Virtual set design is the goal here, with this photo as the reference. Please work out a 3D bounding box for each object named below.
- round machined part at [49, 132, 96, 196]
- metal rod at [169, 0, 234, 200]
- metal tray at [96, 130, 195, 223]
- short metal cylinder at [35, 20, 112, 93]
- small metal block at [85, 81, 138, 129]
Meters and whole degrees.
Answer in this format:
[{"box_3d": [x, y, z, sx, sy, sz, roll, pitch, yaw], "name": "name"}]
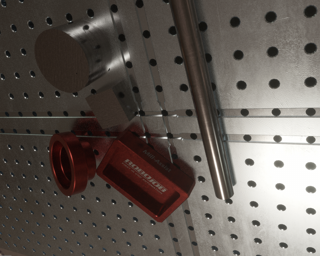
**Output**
[{"box_3d": [-0.134, 0.053, 0.484, 0.098, 0.042, 0.097, 16, 111, 49], "name": "round machined part"}, {"box_3d": [0.048, -0.042, 0.358, 0.025, 0.025, 0.298, -3, 118, 29], "name": "metal rod"}, {"box_3d": [-0.025, 0.074, 0.465, 0.130, 0.030, 0.089, 38, 129, 2], "name": "metal tray"}, {"box_3d": [-0.109, -0.091, 0.394, 0.080, 0.050, 0.079, 13, 124, 20], "name": "short metal cylinder"}, {"box_3d": [-0.066, -0.030, 0.426, 0.050, 0.025, 0.050, -14, 111, 33], "name": "small metal block"}]
